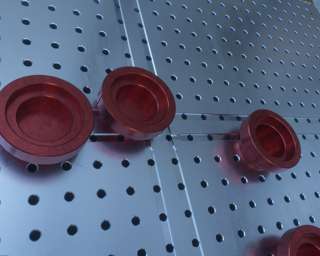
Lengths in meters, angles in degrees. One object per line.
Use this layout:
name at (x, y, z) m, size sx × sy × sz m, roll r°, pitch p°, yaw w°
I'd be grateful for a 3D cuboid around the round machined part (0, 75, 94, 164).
round machined part at (-0.125, -0.006, 0.334) m, size 0.099 × 0.042 × 0.098 m, roll 14°, pitch 56°, yaw -21°

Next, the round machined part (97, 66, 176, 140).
round machined part at (-0.033, -0.028, 0.398) m, size 0.099 × 0.042 × 0.098 m, roll 14°, pitch 56°, yaw -21°

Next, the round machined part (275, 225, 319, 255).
round machined part at (0.187, 0.177, 0.392) m, size 0.099 × 0.042 × 0.098 m, roll 14°, pitch 56°, yaw -21°

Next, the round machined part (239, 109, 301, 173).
round machined part at (0.161, 0.023, 0.473) m, size 0.099 × 0.042 × 0.098 m, roll 14°, pitch 56°, yaw -21°
